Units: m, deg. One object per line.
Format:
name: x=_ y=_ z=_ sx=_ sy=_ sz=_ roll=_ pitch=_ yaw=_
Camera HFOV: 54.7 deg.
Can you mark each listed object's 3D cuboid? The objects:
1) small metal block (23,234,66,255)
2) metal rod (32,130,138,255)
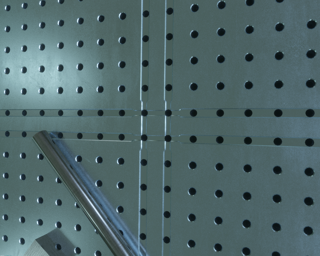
small metal block: x=-0.179 y=0.202 z=0.474 sx=0.050 sy=0.025 sz=0.050 roll=40 pitch=102 yaw=15
metal rod: x=-0.091 y=0.124 z=0.443 sx=0.025 sy=0.025 sz=0.300 roll=-43 pitch=77 yaw=15
